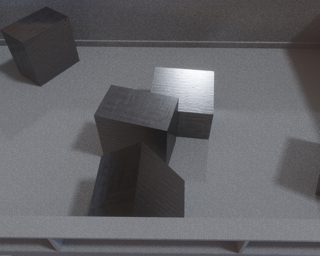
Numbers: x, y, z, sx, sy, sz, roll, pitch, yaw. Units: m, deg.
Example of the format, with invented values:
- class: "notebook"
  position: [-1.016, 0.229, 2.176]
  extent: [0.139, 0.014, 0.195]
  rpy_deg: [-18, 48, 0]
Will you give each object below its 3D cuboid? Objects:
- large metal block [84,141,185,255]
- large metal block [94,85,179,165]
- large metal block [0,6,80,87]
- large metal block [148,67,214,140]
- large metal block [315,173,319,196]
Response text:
- class: "large metal block"
  position: [-0.018, 0.073, 0.298]
  extent: [0.050, 0.080, 0.080]
  rpy_deg: [-21, 44, 26]
- class: "large metal block"
  position: [-0.025, 0.002, 0.368]
  extent: [0.080, 0.080, 0.050]
  rpy_deg: [12, 51, 10]
- class: "large metal block"
  position: [-0.178, -0.124, 0.472]
  extent: [0.050, 0.080, 0.080]
  rpy_deg: [31, 56, 23]
- class: "large metal block"
  position: [0.029, -0.034, 0.418]
  extent: [0.080, 0.050, 0.080]
  rpy_deg: [5, 50, 4]
- class: "large metal block"
  position: [0.220, 0.033, 0.343]
  extent: [0.050, 0.080, 0.080]
  rpy_deg: [22, 53, 17]
